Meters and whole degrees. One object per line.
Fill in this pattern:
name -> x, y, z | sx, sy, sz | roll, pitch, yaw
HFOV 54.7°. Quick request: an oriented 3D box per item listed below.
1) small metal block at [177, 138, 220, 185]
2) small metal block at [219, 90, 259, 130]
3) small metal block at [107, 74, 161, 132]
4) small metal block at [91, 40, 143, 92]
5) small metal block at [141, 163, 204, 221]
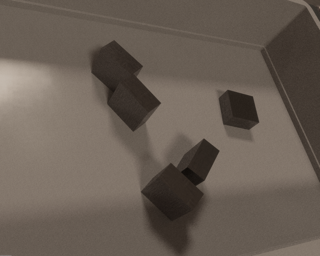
small metal block -> 0.042, 0.048, 0.385 | 0.025, 0.050, 0.050 | 39, 51, -3
small metal block -> 0.125, -0.029, 0.493 | 0.050, 0.025, 0.050 | 11, 57, -23
small metal block -> -0.034, -0.031, 0.392 | 0.050, 0.050, 0.025 | 47, 51, 4
small metal block -> -0.057, -0.077, 0.407 | 0.050, 0.050, 0.025 | 42, 51, 0
small metal block -> 0.013, 0.074, 0.353 | 0.050, 0.050, 0.025 | 44, 51, 1
